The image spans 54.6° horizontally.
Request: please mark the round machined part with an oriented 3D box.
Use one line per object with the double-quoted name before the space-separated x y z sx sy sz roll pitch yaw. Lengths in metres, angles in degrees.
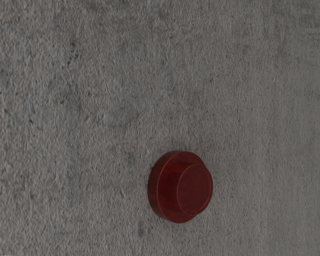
"round machined part" 0.034 0.080 0.422 0.099 0.042 0.097 0 90 -40
